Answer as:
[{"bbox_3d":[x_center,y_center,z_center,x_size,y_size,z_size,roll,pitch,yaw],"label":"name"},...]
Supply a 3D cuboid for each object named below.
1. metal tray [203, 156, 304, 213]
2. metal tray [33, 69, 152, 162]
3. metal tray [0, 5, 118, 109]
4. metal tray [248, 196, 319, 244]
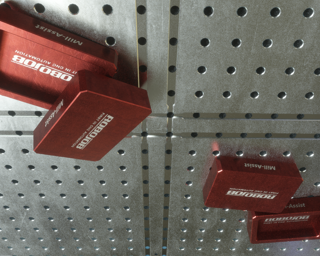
[{"bbox_3d":[0.141,0.091,0.487,0.131,0.030,0.089,6,130,-6],"label":"metal tray"},{"bbox_3d":[-0.084,-0.007,0.373,0.091,0.030,0.129,14,139,-39],"label":"metal tray"},{"bbox_3d":[-0.124,-0.065,0.345,0.131,0.030,0.089,18,128,-20],"label":"metal tray"},{"bbox_3d":[0.225,0.165,0.549,0.131,0.030,0.090,-6,130,5],"label":"metal tray"}]
